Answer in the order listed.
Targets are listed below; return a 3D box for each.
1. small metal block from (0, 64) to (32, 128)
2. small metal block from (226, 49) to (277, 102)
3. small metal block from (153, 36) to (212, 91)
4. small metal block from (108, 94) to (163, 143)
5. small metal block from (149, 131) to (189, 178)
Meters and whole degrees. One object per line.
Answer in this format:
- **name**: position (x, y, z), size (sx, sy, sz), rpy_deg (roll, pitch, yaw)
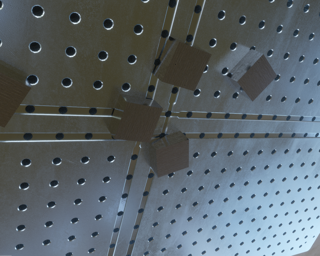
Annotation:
- **small metal block**: position (-0.163, -0.036, 0.300), size (0.050, 0.025, 0.050), rpy_deg (30, 101, -38)
- **small metal block**: position (0.130, -0.074, 0.439), size (0.050, 0.025, 0.050), rpy_deg (-47, 130, 5)
- **small metal block**: position (0.027, -0.078, 0.380), size (0.050, 0.025, 0.050), rpy_deg (11, 113, -34)
- **small metal block**: position (-0.031, -0.011, 0.389), size (0.050, 0.025, 0.050), rpy_deg (8, 114, -32)
- **small metal block**: position (0.013, 0.037, 0.443), size (0.050, 0.025, 0.050), rpy_deg (-16, 125, -20)
